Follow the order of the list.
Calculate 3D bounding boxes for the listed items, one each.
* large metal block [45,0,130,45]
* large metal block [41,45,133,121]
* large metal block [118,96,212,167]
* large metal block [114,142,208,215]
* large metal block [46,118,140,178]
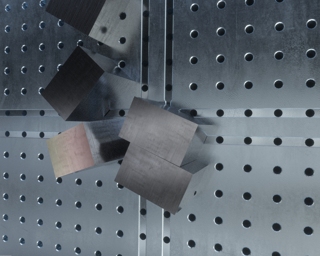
[{"bbox_3d":[-0.098,-0.175,0.433,0.080,0.050,0.080,33,100,16],"label":"large metal block"},{"bbox_3d":[-0.094,-0.055,0.415,0.050,0.080,0.080,45,104,14],"label":"large metal block"},{"bbox_3d":[0.010,0.003,0.379,0.080,0.080,0.050,25,98,18],"label":"large metal block"},{"bbox_3d":[0.005,0.055,0.381,0.080,0.080,0.050,26,99,18],"label":"large metal block"},{"bbox_3d":[-0.084,0.024,0.400,0.080,0.081,0.050,-21,83,38],"label":"large metal block"}]
